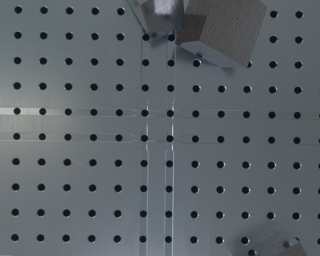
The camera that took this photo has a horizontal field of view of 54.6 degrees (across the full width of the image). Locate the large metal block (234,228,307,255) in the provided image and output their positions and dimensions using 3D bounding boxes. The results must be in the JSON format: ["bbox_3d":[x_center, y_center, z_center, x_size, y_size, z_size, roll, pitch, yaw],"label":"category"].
[{"bbox_3d":[0.154,0.192,0.402,0.080,0.050,0.080,-29,90,0],"label":"large metal block"}]

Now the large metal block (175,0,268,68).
[{"bbox_3d":[0.076,-0.127,0.384,0.080,0.050,0.080,18,90,-32],"label":"large metal block"}]

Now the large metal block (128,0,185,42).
[{"bbox_3d":[-0.013,-0.167,0.377,0.050,0.080,0.080,-29,75,0],"label":"large metal block"}]
